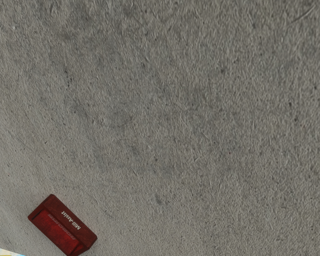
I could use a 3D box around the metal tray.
[{"bbox_3d":[-0.201,0.204,0.636,0.130,0.030,0.090,46,129,-4],"label":"metal tray"}]
